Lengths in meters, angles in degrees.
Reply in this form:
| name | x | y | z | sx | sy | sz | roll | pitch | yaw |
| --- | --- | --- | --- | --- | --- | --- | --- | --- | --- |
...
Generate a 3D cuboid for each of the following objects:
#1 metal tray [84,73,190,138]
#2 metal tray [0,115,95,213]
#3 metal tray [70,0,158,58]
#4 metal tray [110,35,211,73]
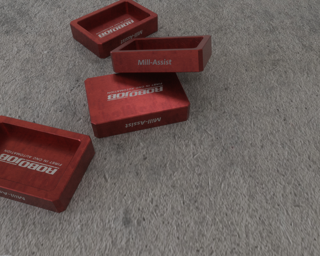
| name | x | y | z | sx | sy | sz | roll | pitch | yaw |
| --- | --- | --- | --- | --- | --- | --- | --- | --- | --- |
| metal tray | -0.033 | -0.040 | 0.433 | 0.131 | 0.030 | 0.090 | -12 | 51 | -10 |
| metal tray | -0.156 | 0.038 | 0.366 | 0.131 | 0.030 | 0.090 | 12 | 51 | 10 |
| metal tray | -0.079 | -0.181 | 0.551 | 0.131 | 0.030 | 0.090 | -36 | 59 | -26 |
| metal tray | 0.005 | -0.110 | 0.456 | 0.130 | 0.030 | 0.090 | 3 | 29 | 17 |
